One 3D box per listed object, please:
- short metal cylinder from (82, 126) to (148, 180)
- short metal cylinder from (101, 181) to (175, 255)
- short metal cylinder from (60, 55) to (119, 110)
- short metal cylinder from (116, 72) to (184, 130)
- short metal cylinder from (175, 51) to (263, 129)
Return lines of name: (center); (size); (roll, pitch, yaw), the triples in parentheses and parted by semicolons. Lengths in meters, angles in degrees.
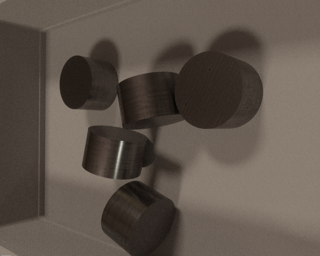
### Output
short metal cylinder: (-0.061, 0.031, 0.419); (0.080, 0.081, 0.050); (20, 103, 38)
short metal cylinder: (-0.026, 0.114, 0.391); (0.050, 0.081, 0.079); (24, 105, 37)
short metal cylinder: (-0.110, -0.068, 0.479); (0.080, 0.050, 0.079); (0, 90, 39)
short metal cylinder: (-0.009, -0.031, 0.377); (0.080, 0.081, 0.050); (-16, 80, 38)
short metal cylinder: (0.063, -0.039, 0.337); (0.080, 0.050, 0.079); (0, 90, 39)
